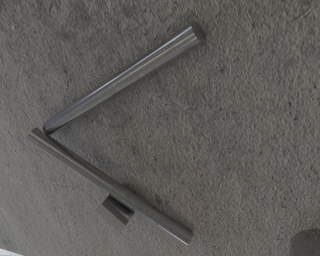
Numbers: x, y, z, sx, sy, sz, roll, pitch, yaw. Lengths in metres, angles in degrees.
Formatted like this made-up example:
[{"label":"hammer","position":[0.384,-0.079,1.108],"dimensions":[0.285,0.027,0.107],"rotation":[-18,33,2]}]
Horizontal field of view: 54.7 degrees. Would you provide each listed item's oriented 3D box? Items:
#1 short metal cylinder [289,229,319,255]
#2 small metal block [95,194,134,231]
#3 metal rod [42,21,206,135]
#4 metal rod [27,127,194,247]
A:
[{"label":"short metal cylinder","position":[0.206,0.176,0.391],"dimensions":[0.080,0.050,0.079],"rotation":[13,124,21]},{"label":"small metal block","position":[-0.068,0.130,0.507],"dimensions":[0.050,0.050,0.025],"rotation":[43,129,-2]},{"label":"metal rod","position":[-0.069,-0.050,0.412],"dimensions":[0.299,0.025,0.025],"rotation":[-25,105,36]},{"label":"metal rod","position":[-0.078,0.093,0.492],"dimensions":[0.301,0.025,0.025],"rotation":[34,129,0]}]
